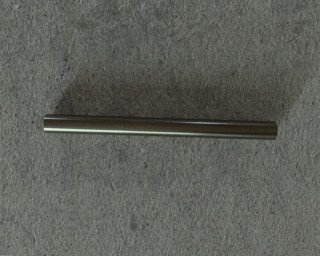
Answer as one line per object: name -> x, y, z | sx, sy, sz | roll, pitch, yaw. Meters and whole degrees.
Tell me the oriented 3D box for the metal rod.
metal rod -> 0.001, -0.001, 0.411 | 0.302, 0.025, 0.025 | 2, 90, 0
